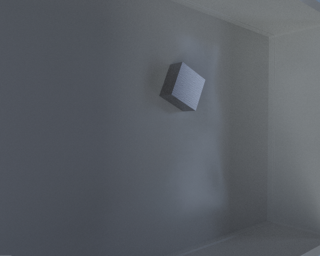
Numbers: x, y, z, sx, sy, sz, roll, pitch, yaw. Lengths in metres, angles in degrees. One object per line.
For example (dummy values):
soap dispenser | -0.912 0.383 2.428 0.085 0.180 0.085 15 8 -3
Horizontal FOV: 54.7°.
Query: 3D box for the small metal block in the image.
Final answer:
small metal block | 0.032 -0.057 0.436 0.050 0.025 0.050 30 71 -36
